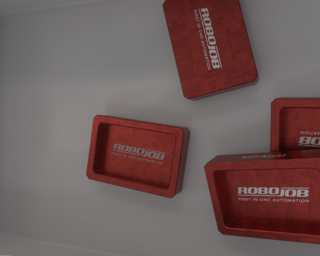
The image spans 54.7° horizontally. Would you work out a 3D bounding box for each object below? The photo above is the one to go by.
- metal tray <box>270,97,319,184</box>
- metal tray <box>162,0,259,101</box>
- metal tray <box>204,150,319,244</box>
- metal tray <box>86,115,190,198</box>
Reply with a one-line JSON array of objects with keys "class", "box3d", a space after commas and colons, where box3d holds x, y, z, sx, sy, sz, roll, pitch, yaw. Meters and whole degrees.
[{"class": "metal tray", "box3d": [0.185, 0.014, 0.320, 0.130, 0.030, 0.089, 4, 100, 33]}, {"class": "metal tray", "box3d": [0.062, -0.107, 0.386, 0.090, 0.030, 0.129, -14, 85, 19]}, {"class": "metal tray", "box3d": [0.120, 0.073, 0.337, 0.130, 0.030, 0.089, -8, 100, 35]}, {"class": "metal tray", "box3d": [-0.031, 0.035, 0.418, 0.130, 0.030, 0.089, 9, 93, 19]}]
